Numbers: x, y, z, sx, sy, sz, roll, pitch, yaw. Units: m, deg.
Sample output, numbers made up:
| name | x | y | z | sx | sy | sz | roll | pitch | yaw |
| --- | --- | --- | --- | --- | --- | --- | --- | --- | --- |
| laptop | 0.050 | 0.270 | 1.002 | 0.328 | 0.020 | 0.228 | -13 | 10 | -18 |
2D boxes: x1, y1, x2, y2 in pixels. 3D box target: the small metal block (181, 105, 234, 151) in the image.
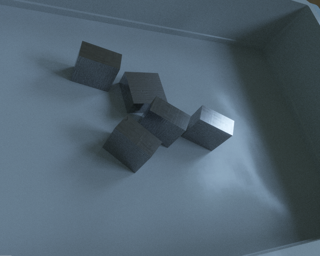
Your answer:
| name | x | y | z | sx | sy | sz | roll | pitch | yaw |
| --- | --- | --- | --- | --- | --- | --- | --- | --- | --- |
| small metal block | 0.065 | 0.001 | 0.423 | 0.050 | 0.050 | 0.025 | 25 | 53 | -13 |

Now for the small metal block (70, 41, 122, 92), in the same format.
| name | x | y | z | sx | sy | sz | roll | pitch | yaw |
| --- | --- | --- | --- | --- | --- | --- | --- | --- | --- |
| small metal block | -0.081 | -0.076 | 0.392 | 0.050 | 0.050 | 0.025 | 16 | 56 | -20 |

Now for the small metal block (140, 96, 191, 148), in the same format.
| name | x | y | z | sx | sy | sz | roll | pitch | yaw |
| --- | --- | --- | --- | --- | --- | --- | --- | --- | --- |
| small metal block | 0.003 | -0.006 | 0.395 | 0.050 | 0.050 | 0.025 | 30 | 52 | -10 |

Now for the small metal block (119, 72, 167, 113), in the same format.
| name | x | y | z | sx | sy | sz | roll | pitch | yaw |
| --- | --- | --- | --- | --- | --- | --- | --- | --- | --- |
| small metal block | -0.023 | -0.048 | 0.422 | 0.050 | 0.025 | 0.050 | -3 | 63 | -30 |

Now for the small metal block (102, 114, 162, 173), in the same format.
| name | x | y | z | sx | sy | sz | roll | pitch | yaw |
| --- | --- | --- | --- | --- | --- | --- | --- | --- | --- |
| small metal block | -0.033 | 0.019 | 0.360 | 0.050 | 0.050 | 0.025 | 39 | 51 | -2 |
